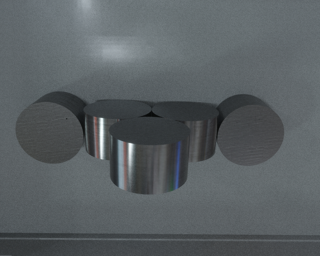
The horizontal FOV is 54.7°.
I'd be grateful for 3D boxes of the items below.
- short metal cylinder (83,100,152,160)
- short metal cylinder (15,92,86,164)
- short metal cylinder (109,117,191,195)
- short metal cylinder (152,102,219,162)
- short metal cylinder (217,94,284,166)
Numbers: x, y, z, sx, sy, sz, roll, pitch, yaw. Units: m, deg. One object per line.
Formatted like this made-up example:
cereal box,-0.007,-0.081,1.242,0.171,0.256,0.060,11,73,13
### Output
short metal cylinder,-0.051,0.000,0.379,0.081,0.080,0.050,2,110,-1
short metal cylinder,-0.132,-0.002,0.394,0.081,0.050,0.079,0,110,0
short metal cylinder,-0.011,0.025,0.316,0.081,0.080,0.050,2,110,-1
short metal cylinder,0.030,0.002,0.381,0.081,0.080,0.050,2,110,-1
short metal cylinder,0.110,0.002,0.398,0.081,0.050,0.079,0,110,0
